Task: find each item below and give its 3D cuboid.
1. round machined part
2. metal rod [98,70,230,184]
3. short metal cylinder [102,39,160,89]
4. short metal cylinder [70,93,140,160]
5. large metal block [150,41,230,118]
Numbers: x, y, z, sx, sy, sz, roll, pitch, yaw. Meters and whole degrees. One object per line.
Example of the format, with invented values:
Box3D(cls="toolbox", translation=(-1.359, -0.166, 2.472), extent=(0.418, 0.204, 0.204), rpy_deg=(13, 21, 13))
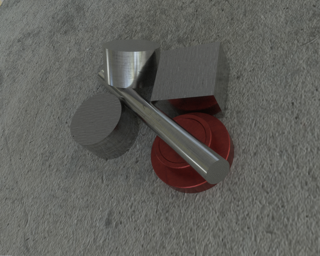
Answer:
Box3D(cls="round machined part", translation=(0.033, 0.023, 0.362), extent=(0.098, 0.042, 0.098), rpy_deg=(-13, 56, 21))
Box3D(cls="metal rod", translation=(-0.019, -0.023, 0.386), extent=(0.025, 0.025, 0.300), rpy_deg=(-45, 38, -3))
Box3D(cls="short metal cylinder", translation=(-0.040, -0.094, 0.444), extent=(0.081, 0.050, 0.080), rpy_deg=(1, 27, 0))
Box3D(cls="short metal cylinder", translation=(-0.076, -0.002, 0.431), extent=(0.080, 0.050, 0.080), rpy_deg=(-13, 56, 21))
Box3D(cls="large metal block", translation=(0.042, -0.058, 0.401), extent=(0.080, 0.050, 0.080), rpy_deg=(-3, 60, 26))
